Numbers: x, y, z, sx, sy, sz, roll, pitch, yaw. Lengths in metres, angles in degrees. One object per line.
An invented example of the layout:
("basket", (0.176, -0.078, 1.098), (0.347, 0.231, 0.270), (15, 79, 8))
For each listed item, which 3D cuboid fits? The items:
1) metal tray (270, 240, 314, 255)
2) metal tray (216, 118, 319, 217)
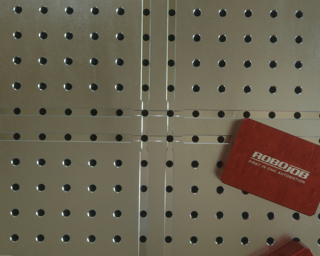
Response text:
("metal tray", (0.158, 0.223, 0.411), (0.130, 0.030, 0.090), (-31, 90, 0))
("metal tray", (0.153, 0.050, 0.412), (0.131, 0.030, 0.090), (21, 90, 0))
